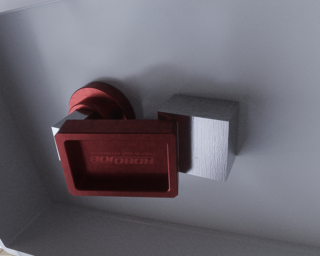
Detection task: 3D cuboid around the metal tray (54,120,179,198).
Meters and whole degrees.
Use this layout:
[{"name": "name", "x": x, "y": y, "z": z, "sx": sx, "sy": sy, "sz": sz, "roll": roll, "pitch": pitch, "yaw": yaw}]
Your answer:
[{"name": "metal tray", "x": -0.045, "y": 0.036, "z": 0.357, "sx": 0.131, "sy": 0.030, "sz": 0.089, "roll": 0, "pitch": 121, "yaw": 6}]

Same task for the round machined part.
[{"name": "round machined part", "x": -0.087, "y": -0.012, "z": 0.432, "sx": 0.098, "sy": 0.042, "sz": 0.097, "roll": 13, "pitch": 124, "yaw": 20}]

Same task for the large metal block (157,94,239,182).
[{"name": "large metal block", "x": 0.047, "y": 0.010, "z": 0.369, "sx": 0.080, "sy": 0.050, "sz": 0.079, "roll": 9, "pitch": 123, "yaw": 23}]

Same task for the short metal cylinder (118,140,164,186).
[{"name": "short metal cylinder", "x": -0.027, "y": 0.048, "z": 0.418, "sx": 0.080, "sy": 0.050, "sz": 0.079, "roll": 6, "pitch": 132, "yaw": 7}]

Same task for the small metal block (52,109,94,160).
[{"name": "small metal block", "x": -0.107, "y": 0.010, "z": 0.397, "sx": 0.025, "sy": 0.050, "sz": 0.050, "roll": 12, "pitch": 123, "yaw": 21}]
